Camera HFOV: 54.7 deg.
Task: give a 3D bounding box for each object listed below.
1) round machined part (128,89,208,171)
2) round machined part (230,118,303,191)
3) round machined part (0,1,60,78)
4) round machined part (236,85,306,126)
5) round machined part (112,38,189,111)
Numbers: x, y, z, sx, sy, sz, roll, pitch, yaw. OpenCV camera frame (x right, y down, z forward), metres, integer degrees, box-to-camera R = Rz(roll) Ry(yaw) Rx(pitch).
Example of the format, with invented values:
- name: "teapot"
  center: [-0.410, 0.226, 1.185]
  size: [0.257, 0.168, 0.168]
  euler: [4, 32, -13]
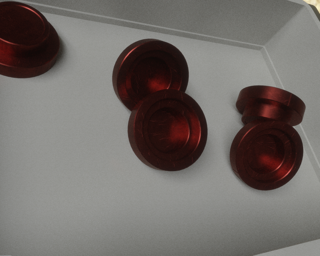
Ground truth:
- name: "round machined part"
  center: [0.006, 0.004, 0.383]
  size: [0.099, 0.042, 0.097]
  euler: [3, 84, -26]
- name: "round machined part"
  center: [0.143, 0.034, 0.432]
  size: [0.099, 0.042, 0.097]
  euler: [-2, 101, -11]
- name: "round machined part"
  center: [-0.171, -0.112, 0.371]
  size: [0.099, 0.042, 0.098]
  euler: [14, 56, -21]
- name: "round machined part"
  center: [0.163, -0.022, 0.468]
  size: [0.099, 0.098, 0.042]
  euler: [25, 76, -13]
- name: "round machined part"
  center: [-0.015, -0.068, 0.406]
  size: [0.099, 0.097, 0.042]
  euler: [3, 20, -27]
